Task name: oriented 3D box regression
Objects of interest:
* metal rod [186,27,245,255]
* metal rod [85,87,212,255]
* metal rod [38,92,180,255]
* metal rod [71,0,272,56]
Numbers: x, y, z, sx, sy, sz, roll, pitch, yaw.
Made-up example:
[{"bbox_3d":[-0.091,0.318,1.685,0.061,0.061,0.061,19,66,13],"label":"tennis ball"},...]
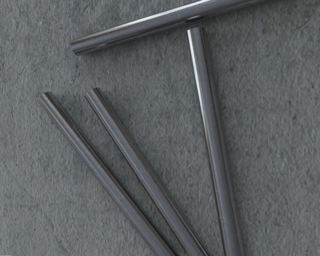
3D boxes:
[{"bbox_3d":[0.069,0.024,0.384,0.025,0.025,0.298,-11,87,19],"label":"metal rod"},{"bbox_3d":[-0.012,0.071,0.412,0.025,0.025,0.299,-38,78,16],"label":"metal rod"},{"bbox_3d":[-0.078,0.064,0.435,0.025,0.025,0.300,-44,77,14],"label":"metal rod"},{"bbox_3d":[0.018,-0.143,0.401,0.301,0.025,0.025,-10,87,19],"label":"metal rod"}]
